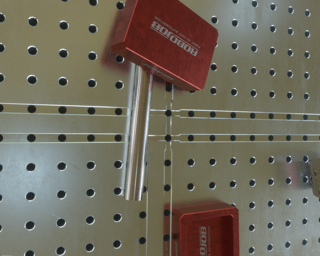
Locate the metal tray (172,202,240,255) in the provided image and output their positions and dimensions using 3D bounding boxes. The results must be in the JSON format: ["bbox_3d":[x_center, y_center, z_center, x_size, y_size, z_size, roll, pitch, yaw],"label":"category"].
[{"bbox_3d":[0.065,0.176,0.434,0.091,0.030,0.129,-2,91,-20],"label":"metal tray"}]

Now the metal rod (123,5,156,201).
[{"bbox_3d":[-0.022,-0.057,0.404,0.025,0.025,0.298,6,88,-20],"label":"metal rod"}]

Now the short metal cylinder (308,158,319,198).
[{"bbox_3d":[0.281,0.076,0.487,0.081,0.080,0.050,-12,94,-20],"label":"short metal cylinder"}]

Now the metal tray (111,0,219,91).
[{"bbox_3d":[0.012,-0.112,0.392,0.131,0.030,0.090,23,78,-35],"label":"metal tray"}]
